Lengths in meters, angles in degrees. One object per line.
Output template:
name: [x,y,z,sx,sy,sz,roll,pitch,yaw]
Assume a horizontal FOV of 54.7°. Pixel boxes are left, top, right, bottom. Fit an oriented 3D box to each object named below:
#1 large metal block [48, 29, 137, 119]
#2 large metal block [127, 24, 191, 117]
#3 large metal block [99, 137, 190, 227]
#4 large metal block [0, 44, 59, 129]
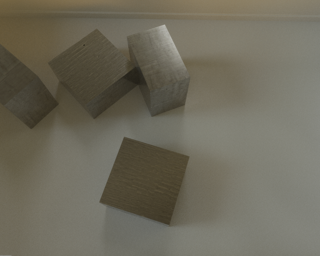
large metal block: [-0.088,-0.073,0.422,0.080,0.050,0.080,-40,75,-14]
large metal block: [-0.003,-0.072,0.407,0.050,0.080,0.080,-20,72,-8]
large metal block: [-0.016,0.066,0.372,0.080,0.050,0.080,17,71,5]
large metal block: [-0.188,-0.054,0.398,0.080,0.080,0.050,39,75,12]
